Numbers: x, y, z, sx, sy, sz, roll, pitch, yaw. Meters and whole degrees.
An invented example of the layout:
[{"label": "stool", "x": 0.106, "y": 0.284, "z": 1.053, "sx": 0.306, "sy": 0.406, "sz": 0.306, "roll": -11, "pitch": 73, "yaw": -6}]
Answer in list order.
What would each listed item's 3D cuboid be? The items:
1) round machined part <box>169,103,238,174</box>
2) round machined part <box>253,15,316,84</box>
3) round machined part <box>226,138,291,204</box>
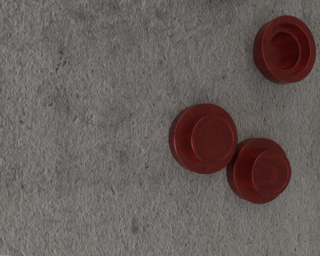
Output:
[{"label": "round machined part", "x": 0.065, "y": 0.015, "z": 0.424, "sx": 0.099, "sy": 0.042, "sz": 0.097, "roll": 0, "pitch": 90, "yaw": -20}, {"label": "round machined part", "x": 0.181, "y": -0.114, "z": 0.466, "sx": 0.099, "sy": 0.042, "sz": 0.097, "roll": 0, "pitch": 90, "yaw": -20}, {"label": "round machined part", "x": 0.151, "y": 0.064, "z": 0.456, "sx": 0.099, "sy": 0.042, "sz": 0.097, "roll": 0, "pitch": 90, "yaw": -20}]
